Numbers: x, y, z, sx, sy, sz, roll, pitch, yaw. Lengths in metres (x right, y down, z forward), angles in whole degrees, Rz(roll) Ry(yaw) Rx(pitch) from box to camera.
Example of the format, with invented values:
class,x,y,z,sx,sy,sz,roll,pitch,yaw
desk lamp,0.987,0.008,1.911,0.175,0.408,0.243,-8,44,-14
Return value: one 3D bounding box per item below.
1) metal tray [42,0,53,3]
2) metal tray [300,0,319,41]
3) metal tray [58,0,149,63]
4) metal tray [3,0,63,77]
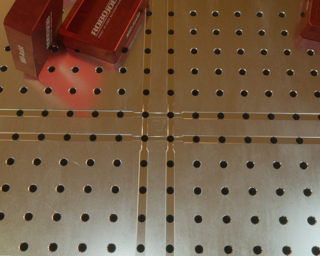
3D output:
class,x,y,z,sx,sy,sz,roll,pitch,yaw
metal tray,-0.157,-0.273,0.508,0.131,0.030,0.090,-35,74,-12
metal tray,0.276,-0.192,0.480,0.090,0.030,0.130,15,71,5
metal tray,-0.082,-0.171,0.471,0.090,0.030,0.130,21,71,7
metal tray,-0.158,-0.131,0.402,0.030,0.130,0.090,24,71,-13
